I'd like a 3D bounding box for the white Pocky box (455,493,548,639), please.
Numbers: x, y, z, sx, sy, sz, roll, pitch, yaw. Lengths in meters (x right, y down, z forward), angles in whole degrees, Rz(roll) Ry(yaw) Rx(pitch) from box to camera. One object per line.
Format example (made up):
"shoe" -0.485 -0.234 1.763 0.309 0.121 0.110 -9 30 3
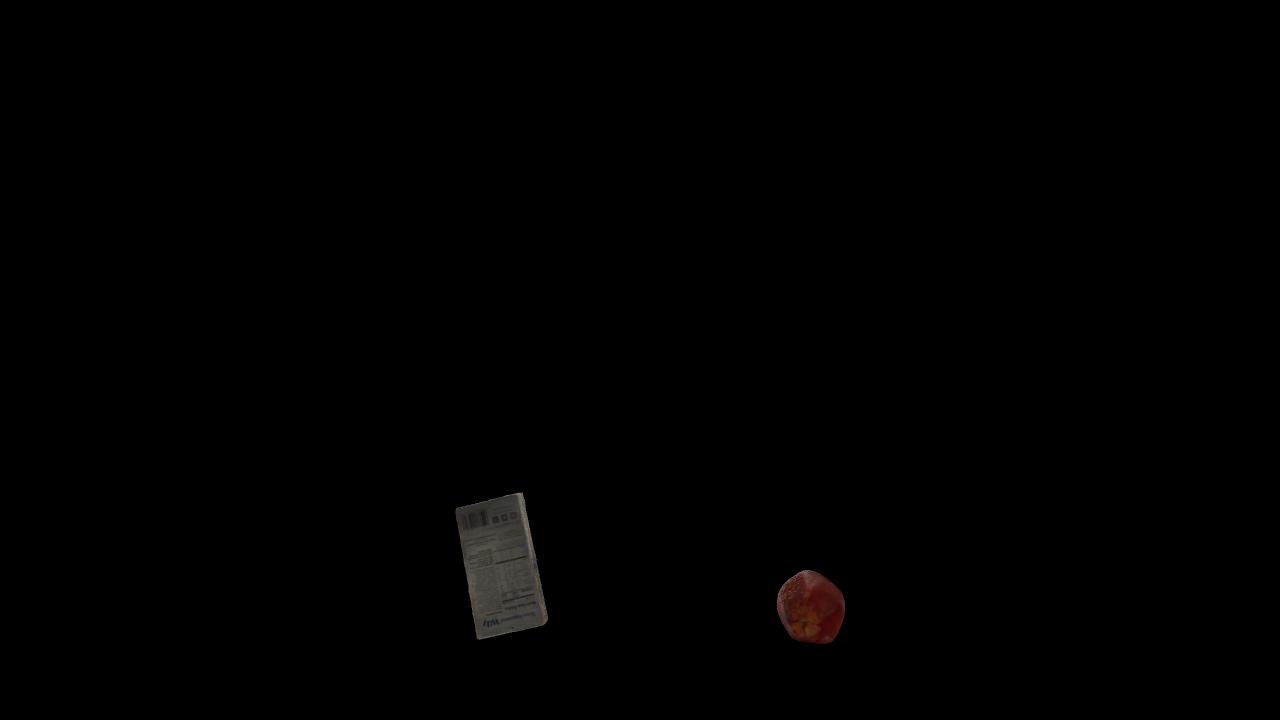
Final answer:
"white Pocky box" -0.166 0.243 0.734 0.084 0.154 0.028 -14 -10 5

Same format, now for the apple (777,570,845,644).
"apple" 0.199 0.291 0.718 0.079 0.079 0.093 0 -1 20
